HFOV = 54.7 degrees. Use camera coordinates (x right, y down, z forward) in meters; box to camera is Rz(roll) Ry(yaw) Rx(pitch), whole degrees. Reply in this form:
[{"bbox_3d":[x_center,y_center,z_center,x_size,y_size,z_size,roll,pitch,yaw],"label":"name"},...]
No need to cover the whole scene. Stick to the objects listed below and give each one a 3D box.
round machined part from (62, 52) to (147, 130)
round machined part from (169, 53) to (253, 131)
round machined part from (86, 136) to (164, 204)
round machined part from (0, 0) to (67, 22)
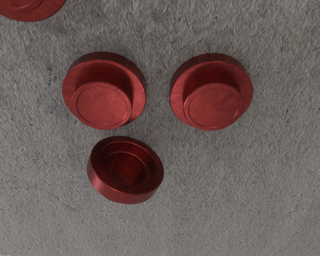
[{"bbox_3d":[-0.066,-0.036,0.365,0.099,0.042,0.097,0,130,0],"label":"round machined part"},{"bbox_3d":[0.061,-0.035,0.367,0.099,0.042,0.097,0,130,0],"label":"round machined part"},{"bbox_3d":[-0.048,0.059,0.409,0.099,0.098,0.042,16,128,-14],"label":"round machined part"},{"bbox_3d":[-0.130,-0.141,0.274,0.099,0.042,0.097,0,130,0],"label":"round machined part"}]
